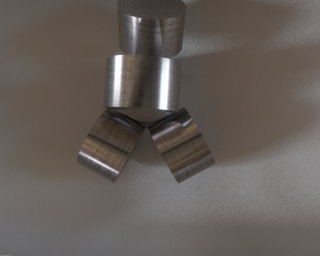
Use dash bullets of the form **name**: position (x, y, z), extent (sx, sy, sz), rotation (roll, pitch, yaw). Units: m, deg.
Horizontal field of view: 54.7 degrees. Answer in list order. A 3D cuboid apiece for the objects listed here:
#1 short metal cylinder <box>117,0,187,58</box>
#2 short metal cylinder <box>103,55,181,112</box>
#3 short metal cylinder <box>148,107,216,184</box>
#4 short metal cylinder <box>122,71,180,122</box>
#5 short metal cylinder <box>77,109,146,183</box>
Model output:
- **short metal cylinder**: position (-0.011, -0.125, 0.376), extent (0.080, 0.080, 0.050), rotation (4, 133, 0)
- **short metal cylinder**: position (-0.019, -0.044, 0.332), extent (0.080, 0.080, 0.050), rotation (3, 90, 0)
- **short metal cylinder**: position (0.026, 0.021, 0.382), extent (0.050, 0.080, 0.080), rotation (-29, 90, 1)
- **short metal cylinder**: position (-0.016, -0.047, 0.396), extent (0.081, 0.050, 0.080), rotation (0, 90, 0)
- **short metal cylinder**: position (-0.058, 0.021, 0.381), extent (0.050, 0.080, 0.080), rotation (29, 90, 0)
